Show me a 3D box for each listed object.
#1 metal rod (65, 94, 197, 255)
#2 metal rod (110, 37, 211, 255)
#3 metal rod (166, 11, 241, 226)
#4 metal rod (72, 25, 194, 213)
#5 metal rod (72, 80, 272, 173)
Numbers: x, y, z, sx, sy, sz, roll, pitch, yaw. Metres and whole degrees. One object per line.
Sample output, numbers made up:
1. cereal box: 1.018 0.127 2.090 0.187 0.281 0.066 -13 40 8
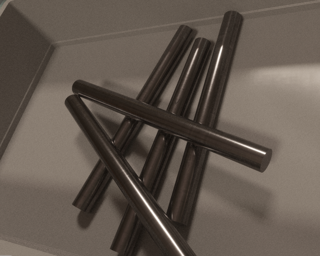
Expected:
1. metal rod: -0.050 0.046 0.368 0.025 0.025 0.300 -42 51 -1
2. metal rod: 0.009 0.008 0.394 0.025 0.025 0.300 9 66 32
3. metal rod: 0.061 -0.029 0.390 0.025 0.025 0.300 5 64 30
4. metal rod: -0.030 -0.023 0.434 0.025 0.025 0.300 18 71 35
5. metal rod: -0.011 -0.015 0.385 0.300 0.025 0.025 22 74 35
